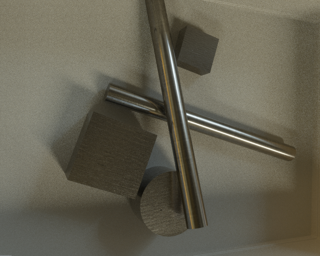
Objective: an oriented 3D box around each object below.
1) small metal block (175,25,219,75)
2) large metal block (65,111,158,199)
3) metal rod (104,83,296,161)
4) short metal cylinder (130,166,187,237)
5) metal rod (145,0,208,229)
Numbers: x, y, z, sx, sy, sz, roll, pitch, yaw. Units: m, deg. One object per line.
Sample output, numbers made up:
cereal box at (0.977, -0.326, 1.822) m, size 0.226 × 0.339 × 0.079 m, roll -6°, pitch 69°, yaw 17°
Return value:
small metal block at (0.048, -0.106, 0.429) m, size 0.050 × 0.025 × 0.050 m, roll 17°, pitch 84°, yaw -20°
large metal block at (-0.060, 0.032, 0.376) m, size 0.080 × 0.050 × 0.080 m, roll 21°, pitch 83°, yaw -19°
metal rod at (0.069, -0.002, 0.437) m, size 0.302 × 0.025 × 0.025 m, roll 17°, pitch 84°, yaw -20°
short metal cylinder at (0.006, 0.092, 0.401) m, size 0.081 × 0.050 × 0.079 m, roll 0°, pitch 90°, yaw -21°
metal rod at (0.018, -0.030, 0.384) m, size 0.025 × 0.025 × 0.298 m, roll -7°, pitch 80°, yaw -20°
